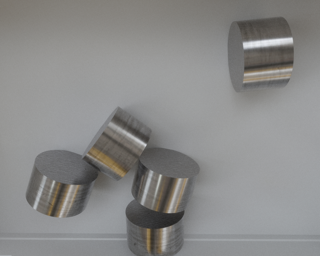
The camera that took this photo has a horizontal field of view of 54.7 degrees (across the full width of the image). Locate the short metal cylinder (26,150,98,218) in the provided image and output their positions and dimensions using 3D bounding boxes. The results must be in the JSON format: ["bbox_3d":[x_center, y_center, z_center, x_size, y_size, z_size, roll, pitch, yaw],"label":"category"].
[{"bbox_3d":[-0.128,0.071,0.406,0.080,0.080,0.050,20,109,-8],"label":"short metal cylinder"}]

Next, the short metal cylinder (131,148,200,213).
[{"bbox_3d":[0.007,0.066,0.407,0.081,0.080,0.050,12,110,-5],"label":"short metal cylinder"}]

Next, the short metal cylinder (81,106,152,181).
[{"bbox_3d":[-0.054,0.020,0.388,0.050,0.080,0.080,36,106,-13],"label":"short metal cylinder"}]

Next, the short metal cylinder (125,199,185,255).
[{"bbox_3d":[-0.006,0.135,0.432,0.081,0.080,0.050,-1,110,0],"label":"short metal cylinder"}]

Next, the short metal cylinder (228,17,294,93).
[{"bbox_3d":[0.111,-0.083,0.353,0.050,0.080,0.079,-6,110,2],"label":"short metal cylinder"}]
